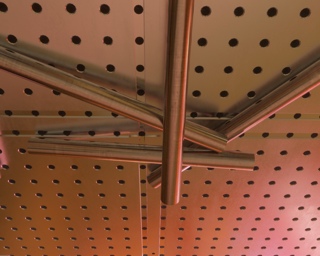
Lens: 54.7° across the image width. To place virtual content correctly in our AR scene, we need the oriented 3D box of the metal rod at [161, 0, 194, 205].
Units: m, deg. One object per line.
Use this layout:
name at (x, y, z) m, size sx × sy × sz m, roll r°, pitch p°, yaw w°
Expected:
metal rod at (0.017, -0.039, 0.337) m, size 0.025 × 0.025 × 0.298 m, roll 1°, pitch 118°, yaw -2°

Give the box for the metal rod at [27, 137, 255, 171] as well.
metal rod at (-0.028, 0.034, 0.419) m, size 0.302 × 0.025 × 0.025 m, roll 4°, pitch 130°, yaw 4°

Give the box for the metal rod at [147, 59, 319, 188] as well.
metal rod at (0.096, 0.002, 0.414) m, size 0.299 × 0.025 × 0.025 m, roll -37°, pitch 121°, yaw 27°

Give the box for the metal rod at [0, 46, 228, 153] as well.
metal rod at (-0.057, -0.032, 0.368) m, size 0.302 × 0.025 × 0.025 m, roll 21°, pitch 127°, yaw -12°
